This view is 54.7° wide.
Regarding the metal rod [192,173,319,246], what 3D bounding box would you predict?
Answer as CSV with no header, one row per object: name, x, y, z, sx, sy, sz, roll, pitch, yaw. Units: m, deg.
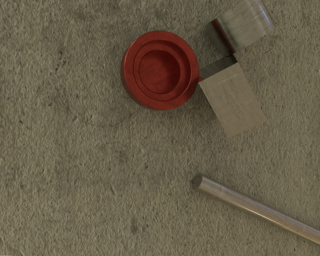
metal rod,0.179,0.138,0.475,0.301,0.025,0.025,27,81,-18

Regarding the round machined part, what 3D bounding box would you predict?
round machined part,-0.003,-0.071,0.399,0.099,0.042,0.097,0,90,-20

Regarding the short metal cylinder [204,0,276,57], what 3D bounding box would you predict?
short metal cylinder,0.107,-0.139,0.420,0.080,0.080,0.050,-37,102,-16

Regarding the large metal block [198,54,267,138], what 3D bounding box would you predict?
large metal block,0.092,-0.045,0.404,0.050,0.080,0.080,-27,105,17
